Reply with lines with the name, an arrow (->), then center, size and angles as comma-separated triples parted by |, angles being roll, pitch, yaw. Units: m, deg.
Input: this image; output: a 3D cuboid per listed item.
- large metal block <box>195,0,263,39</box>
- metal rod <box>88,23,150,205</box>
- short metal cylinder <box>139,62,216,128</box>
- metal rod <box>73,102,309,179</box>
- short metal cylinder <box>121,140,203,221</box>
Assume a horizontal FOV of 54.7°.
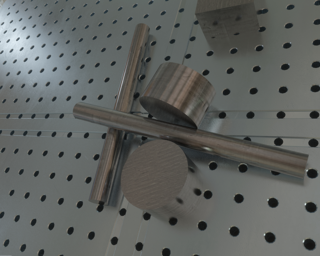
large metal block -> 0.103, -0.184, 0.451 | 0.080, 0.050, 0.080 | -1, 61, 27
metal rod -> -0.054, -0.037, 0.459 | 0.025, 0.025, 0.300 | -4, 60, 26
short metal cylinder -> 0.022, -0.036, 0.384 | 0.080, 0.080, 0.050 | 19, 72, 35
metal rod -> 0.015, 0.007, 0.376 | 0.301, 0.025, 0.025 | 14, 69, 27
short metal cylinder -> 0.003, 0.060, 0.354 | 0.080, 0.050, 0.080 | -13, 56, 21
